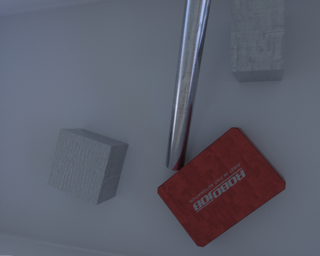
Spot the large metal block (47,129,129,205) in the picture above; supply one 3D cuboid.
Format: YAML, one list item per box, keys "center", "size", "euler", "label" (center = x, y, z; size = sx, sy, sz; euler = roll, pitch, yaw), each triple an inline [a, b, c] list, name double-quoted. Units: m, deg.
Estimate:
- center: [-0.099, 0.050, 0.431]
  size: [0.080, 0.050, 0.079]
  euler: [17, 96, 19]
  label: "large metal block"

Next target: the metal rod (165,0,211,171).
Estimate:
- center: [0.033, -0.079, 0.329]
  size: [0.025, 0.025, 0.298]
  euler: [18, 123, 19]
  label: "metal rod"

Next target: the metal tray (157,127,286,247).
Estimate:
- center: [0.073, 0.072, 0.382]
  size: [0.130, 0.030, 0.090]
  euler: [-41, 77, 15]
  label: "metal tray"

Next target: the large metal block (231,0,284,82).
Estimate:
- center: [0.109, -0.097, 0.343]
  size: [0.050, 0.080, 0.079]
  euler: [0, 90, 20]
  label: "large metal block"
